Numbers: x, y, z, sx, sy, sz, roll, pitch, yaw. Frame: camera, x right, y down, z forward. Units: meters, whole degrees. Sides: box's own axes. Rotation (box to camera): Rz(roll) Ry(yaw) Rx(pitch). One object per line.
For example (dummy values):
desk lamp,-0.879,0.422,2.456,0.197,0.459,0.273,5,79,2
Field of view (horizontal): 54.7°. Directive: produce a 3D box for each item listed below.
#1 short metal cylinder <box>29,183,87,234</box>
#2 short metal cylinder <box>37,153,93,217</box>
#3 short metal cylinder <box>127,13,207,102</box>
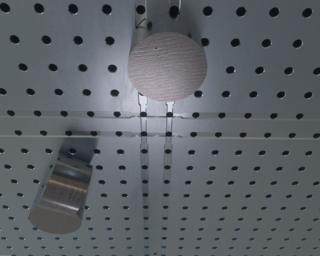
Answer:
short metal cylinder,-0.164,0.129,0.503,0.081,0.050,0.079,0,130,0
short metal cylinder,-0.136,0.081,0.443,0.050,0.080,0.080,23,126,-18
short metal cylinder,0.007,-0.075,0.332,0.081,0.050,0.079,0,130,0
